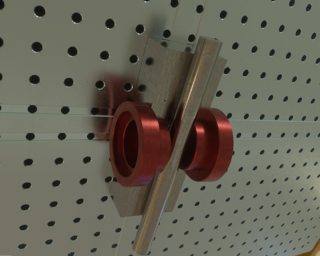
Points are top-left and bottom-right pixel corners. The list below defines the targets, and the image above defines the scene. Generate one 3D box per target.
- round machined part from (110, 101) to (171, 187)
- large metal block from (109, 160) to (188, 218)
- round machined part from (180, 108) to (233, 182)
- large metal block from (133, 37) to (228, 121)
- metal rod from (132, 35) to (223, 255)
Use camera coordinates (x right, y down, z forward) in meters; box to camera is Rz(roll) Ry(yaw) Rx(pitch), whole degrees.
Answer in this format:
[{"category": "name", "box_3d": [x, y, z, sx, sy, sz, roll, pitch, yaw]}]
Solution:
[{"category": "round machined part", "box_3d": [-0.022, 0.018, 0.362, 0.042, 0.098, 0.097, 2, 118, -29]}, {"category": "large metal block", "box_3d": [-0.017, 0.072, 0.430, 0.081, 0.050, 0.079, 3, 117, -30]}, {"category": "round machined part", "box_3d": [0.048, 0.021, 0.402, 0.042, 0.098, 0.097, 4, 117, -25]}, {"category": "large metal block", "box_3d": [0.022, -0.057, 0.371, 0.081, 0.050, 0.079, 2, 118, -30]}, {"category": "metal rod", "box_3d": [0.013, 0.039, 0.378, 0.025, 0.025, 0.298, 3, 117, -30]}]
